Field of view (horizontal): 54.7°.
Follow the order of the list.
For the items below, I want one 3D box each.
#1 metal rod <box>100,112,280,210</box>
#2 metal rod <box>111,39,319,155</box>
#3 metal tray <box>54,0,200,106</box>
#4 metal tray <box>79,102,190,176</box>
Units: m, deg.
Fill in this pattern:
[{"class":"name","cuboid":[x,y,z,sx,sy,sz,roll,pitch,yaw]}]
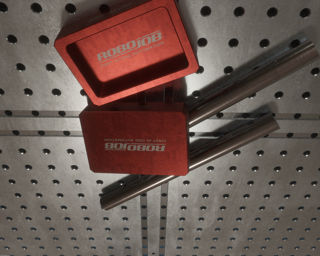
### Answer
[{"class":"metal rod","cuboid":[0.030,0.058,0.461,0.300,0.025,0.025,-29,125,22]},{"class":"metal rod","cuboid":[0.048,-0.019,0.396,0.300,0.025,0.025,-29,125,22]},{"class":"metal tray","cuboid":[-0.033,-0.084,0.336,0.130,0.030,0.090,-18,128,14]},{"class":"metal tray","cuboid":[-0.029,0.014,0.394,0.131,0.030,0.089,0,117,10]}]
